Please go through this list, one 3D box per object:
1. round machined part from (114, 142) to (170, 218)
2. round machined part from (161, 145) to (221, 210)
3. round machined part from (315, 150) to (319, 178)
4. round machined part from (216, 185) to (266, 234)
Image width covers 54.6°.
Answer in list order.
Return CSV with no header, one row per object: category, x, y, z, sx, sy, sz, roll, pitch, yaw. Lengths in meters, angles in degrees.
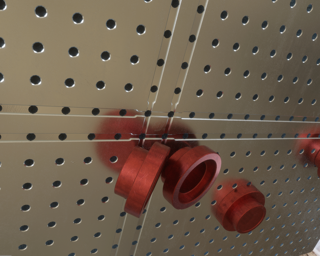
round machined part,-0.025,0.062,0.401,0.042,0.098,0.097,24,111,6
round machined part,0.040,0.066,0.452,0.099,0.042,0.097,-28,137,-30
round machined part,0.360,0.065,0.635,0.099,0.042,0.097,-14,124,-21
round machined part,0.159,0.159,0.585,0.099,0.042,0.097,-14,124,-21
